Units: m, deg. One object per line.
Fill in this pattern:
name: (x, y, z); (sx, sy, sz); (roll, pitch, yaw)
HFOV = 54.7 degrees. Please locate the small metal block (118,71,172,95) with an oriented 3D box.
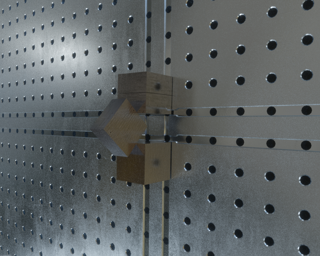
small metal block: (-0.019, -0.057, 0.406); (0.050, 0.050, 0.025); (3, 92, 39)

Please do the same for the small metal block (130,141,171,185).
small metal block: (-0.012, 0.043, 0.399); (0.025, 0.050, 0.050); (2, 91, 40)

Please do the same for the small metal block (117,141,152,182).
small metal block: (-0.031, 0.043, 0.416); (0.025, 0.050, 0.050); (2, 91, 40)

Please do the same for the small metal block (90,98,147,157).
small metal block: (-0.049, -0.001, 0.377); (0.025, 0.050, 0.050); (1, 48, 40)

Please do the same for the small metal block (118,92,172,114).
small metal block: (-0.020, -0.031, 0.407); (0.050, 0.050, 0.025); (3, 92, 39)
